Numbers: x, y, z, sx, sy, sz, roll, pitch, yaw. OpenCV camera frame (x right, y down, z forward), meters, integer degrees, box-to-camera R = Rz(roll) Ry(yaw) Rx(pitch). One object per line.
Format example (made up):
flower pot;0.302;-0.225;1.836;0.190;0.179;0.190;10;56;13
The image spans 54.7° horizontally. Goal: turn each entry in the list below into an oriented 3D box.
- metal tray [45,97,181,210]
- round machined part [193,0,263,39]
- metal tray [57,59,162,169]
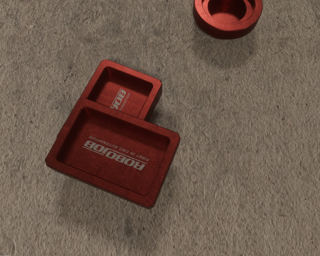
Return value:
metal tray;-0.052;0.028;0.362;0.131;0.030;0.090;21;71;7
round machined part;0.098;-0.173;0.464;0.099;0.042;0.098;0;70;-1
metal tray;-0.063;-0.019;0.411;0.090;0.030;0.130;23;71;7
